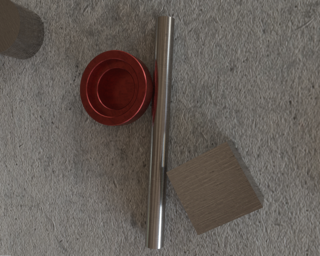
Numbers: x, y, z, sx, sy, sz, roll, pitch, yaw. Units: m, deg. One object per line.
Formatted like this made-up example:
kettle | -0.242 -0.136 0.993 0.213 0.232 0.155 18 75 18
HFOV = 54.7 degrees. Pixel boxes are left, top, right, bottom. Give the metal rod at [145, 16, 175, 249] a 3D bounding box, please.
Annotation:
metal rod | 0.000 0.006 0.408 0.025 0.025 0.298 3 91 19

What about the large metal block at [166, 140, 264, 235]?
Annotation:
large metal block | 0.067 0.069 0.372 0.080 0.050 0.080 -30 81 17

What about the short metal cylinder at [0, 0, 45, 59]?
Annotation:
short metal cylinder | -0.227 -0.150 0.474 0.080 0.050 0.079 0 90 19

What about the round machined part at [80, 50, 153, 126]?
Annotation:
round machined part | -0.054 -0.051 0.417 0.098 0.042 0.097 0 90 21
